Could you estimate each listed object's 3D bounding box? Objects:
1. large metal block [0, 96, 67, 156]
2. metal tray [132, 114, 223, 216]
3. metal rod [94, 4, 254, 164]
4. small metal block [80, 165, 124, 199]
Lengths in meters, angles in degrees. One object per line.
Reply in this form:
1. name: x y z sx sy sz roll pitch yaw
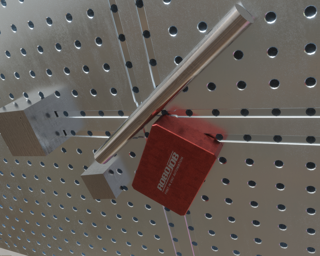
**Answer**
1. large metal block: -0.212 -0.001 0.503 0.080 0.050 0.080 -3 117 29
2. metal tray: 0.019 0.055 0.431 0.090 0.030 0.129 28 128 10
3. metal rod: -0.005 -0.033 0.392 0.025 0.025 0.299 45 129 -4
4. small metal block: -0.096 0.091 0.516 0.050 0.025 0.050 -10 114 32
